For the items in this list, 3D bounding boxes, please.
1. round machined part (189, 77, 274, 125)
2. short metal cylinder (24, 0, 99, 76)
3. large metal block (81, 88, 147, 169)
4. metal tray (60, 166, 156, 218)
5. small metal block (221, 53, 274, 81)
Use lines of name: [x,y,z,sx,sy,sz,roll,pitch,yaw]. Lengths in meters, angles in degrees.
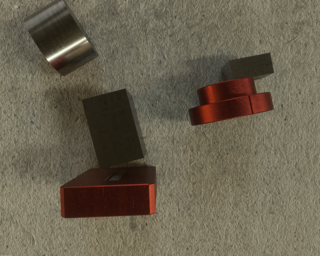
round machined part: [0.082,-0.033,0.374,0.099,0.098,0.042,-12,90,0]
short metal cylinder: [-0.119,-0.111,0.381,0.050,0.080,0.080,-31,90,0]
large metal block: [-0.052,0.001,0.382,0.050,0.080,0.080,-15,90,0]
metal tray: [-0.050,0.069,0.357,0.091,0.130,0.030,-2,90,0]
small metal block: [0.111,-0.074,0.398,0.050,0.050,0.025,-11,90,0]
